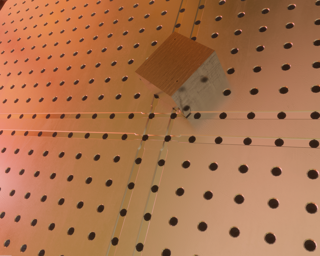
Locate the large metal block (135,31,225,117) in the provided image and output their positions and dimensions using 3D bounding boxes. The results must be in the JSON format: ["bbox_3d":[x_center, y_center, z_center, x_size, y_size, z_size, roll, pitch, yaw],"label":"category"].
[{"bbox_3d":[0.027,-0.075,0.425,0.080,0.050,0.080,-47,51,-5],"label":"large metal block"}]
